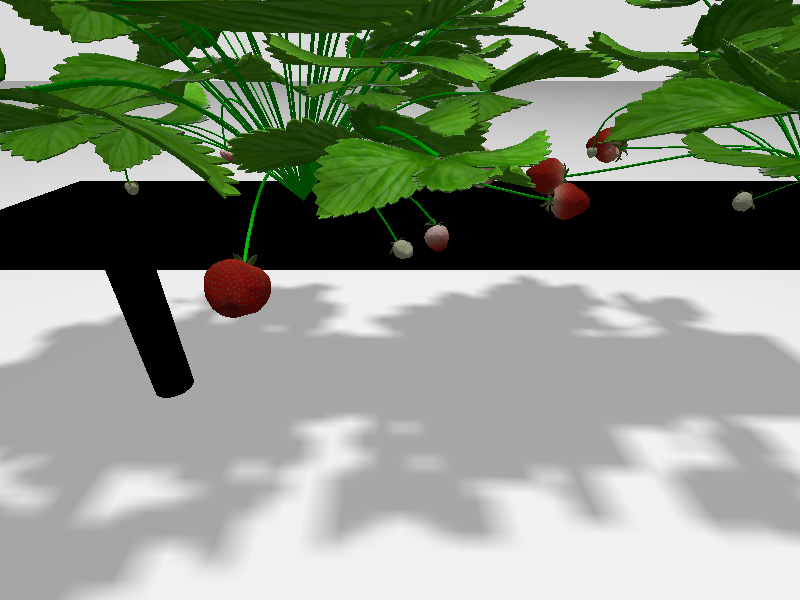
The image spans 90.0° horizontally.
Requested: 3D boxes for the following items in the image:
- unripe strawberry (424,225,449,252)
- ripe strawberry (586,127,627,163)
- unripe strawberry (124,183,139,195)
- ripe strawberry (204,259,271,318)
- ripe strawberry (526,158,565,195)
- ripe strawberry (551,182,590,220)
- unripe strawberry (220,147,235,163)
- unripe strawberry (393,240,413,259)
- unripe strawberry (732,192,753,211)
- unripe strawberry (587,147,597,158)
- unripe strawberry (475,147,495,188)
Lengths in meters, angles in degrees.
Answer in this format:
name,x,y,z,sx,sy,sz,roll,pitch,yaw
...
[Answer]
name,x,y,z,sx,sy,sz,roll,pitch,yaw
unripe strawberry,0.024,-0.039,0.254,0.017,0.017,0.015,-26,22,-37
ripe strawberry,0.247,-0.186,0.481,0.044,0.039,0.040,-21,36,-31
unripe strawberry,-0.237,-0.099,0.355,0.012,0.011,0.010,1,30,2
ripe strawberry,-0.075,-0.004,0.183,0.029,0.025,0.029,-2,38,-3
ripe strawberry,0.131,-0.113,0.365,0.033,0.033,0.031,2,30,5
ripe strawberry,0.130,-0.075,0.305,0.028,0.027,0.026,7,31,11
unripe strawberry,-0.211,-0.177,0.490,0.018,0.019,0.019,-21,36,-32
unripe strawberry,0.002,-0.030,0.242,0.013,0.011,0.013,-19,46,-30
unripe strawberry,0.274,-0.079,0.322,0.014,0.015,0.013,-11,32,-17
unripe strawberry,0.223,-0.172,0.466,0.011,0.011,0.011,26,39,37
unripe strawberry,0.082,-0.128,0.386,0.039,0.038,0.036,-8,31,-14
